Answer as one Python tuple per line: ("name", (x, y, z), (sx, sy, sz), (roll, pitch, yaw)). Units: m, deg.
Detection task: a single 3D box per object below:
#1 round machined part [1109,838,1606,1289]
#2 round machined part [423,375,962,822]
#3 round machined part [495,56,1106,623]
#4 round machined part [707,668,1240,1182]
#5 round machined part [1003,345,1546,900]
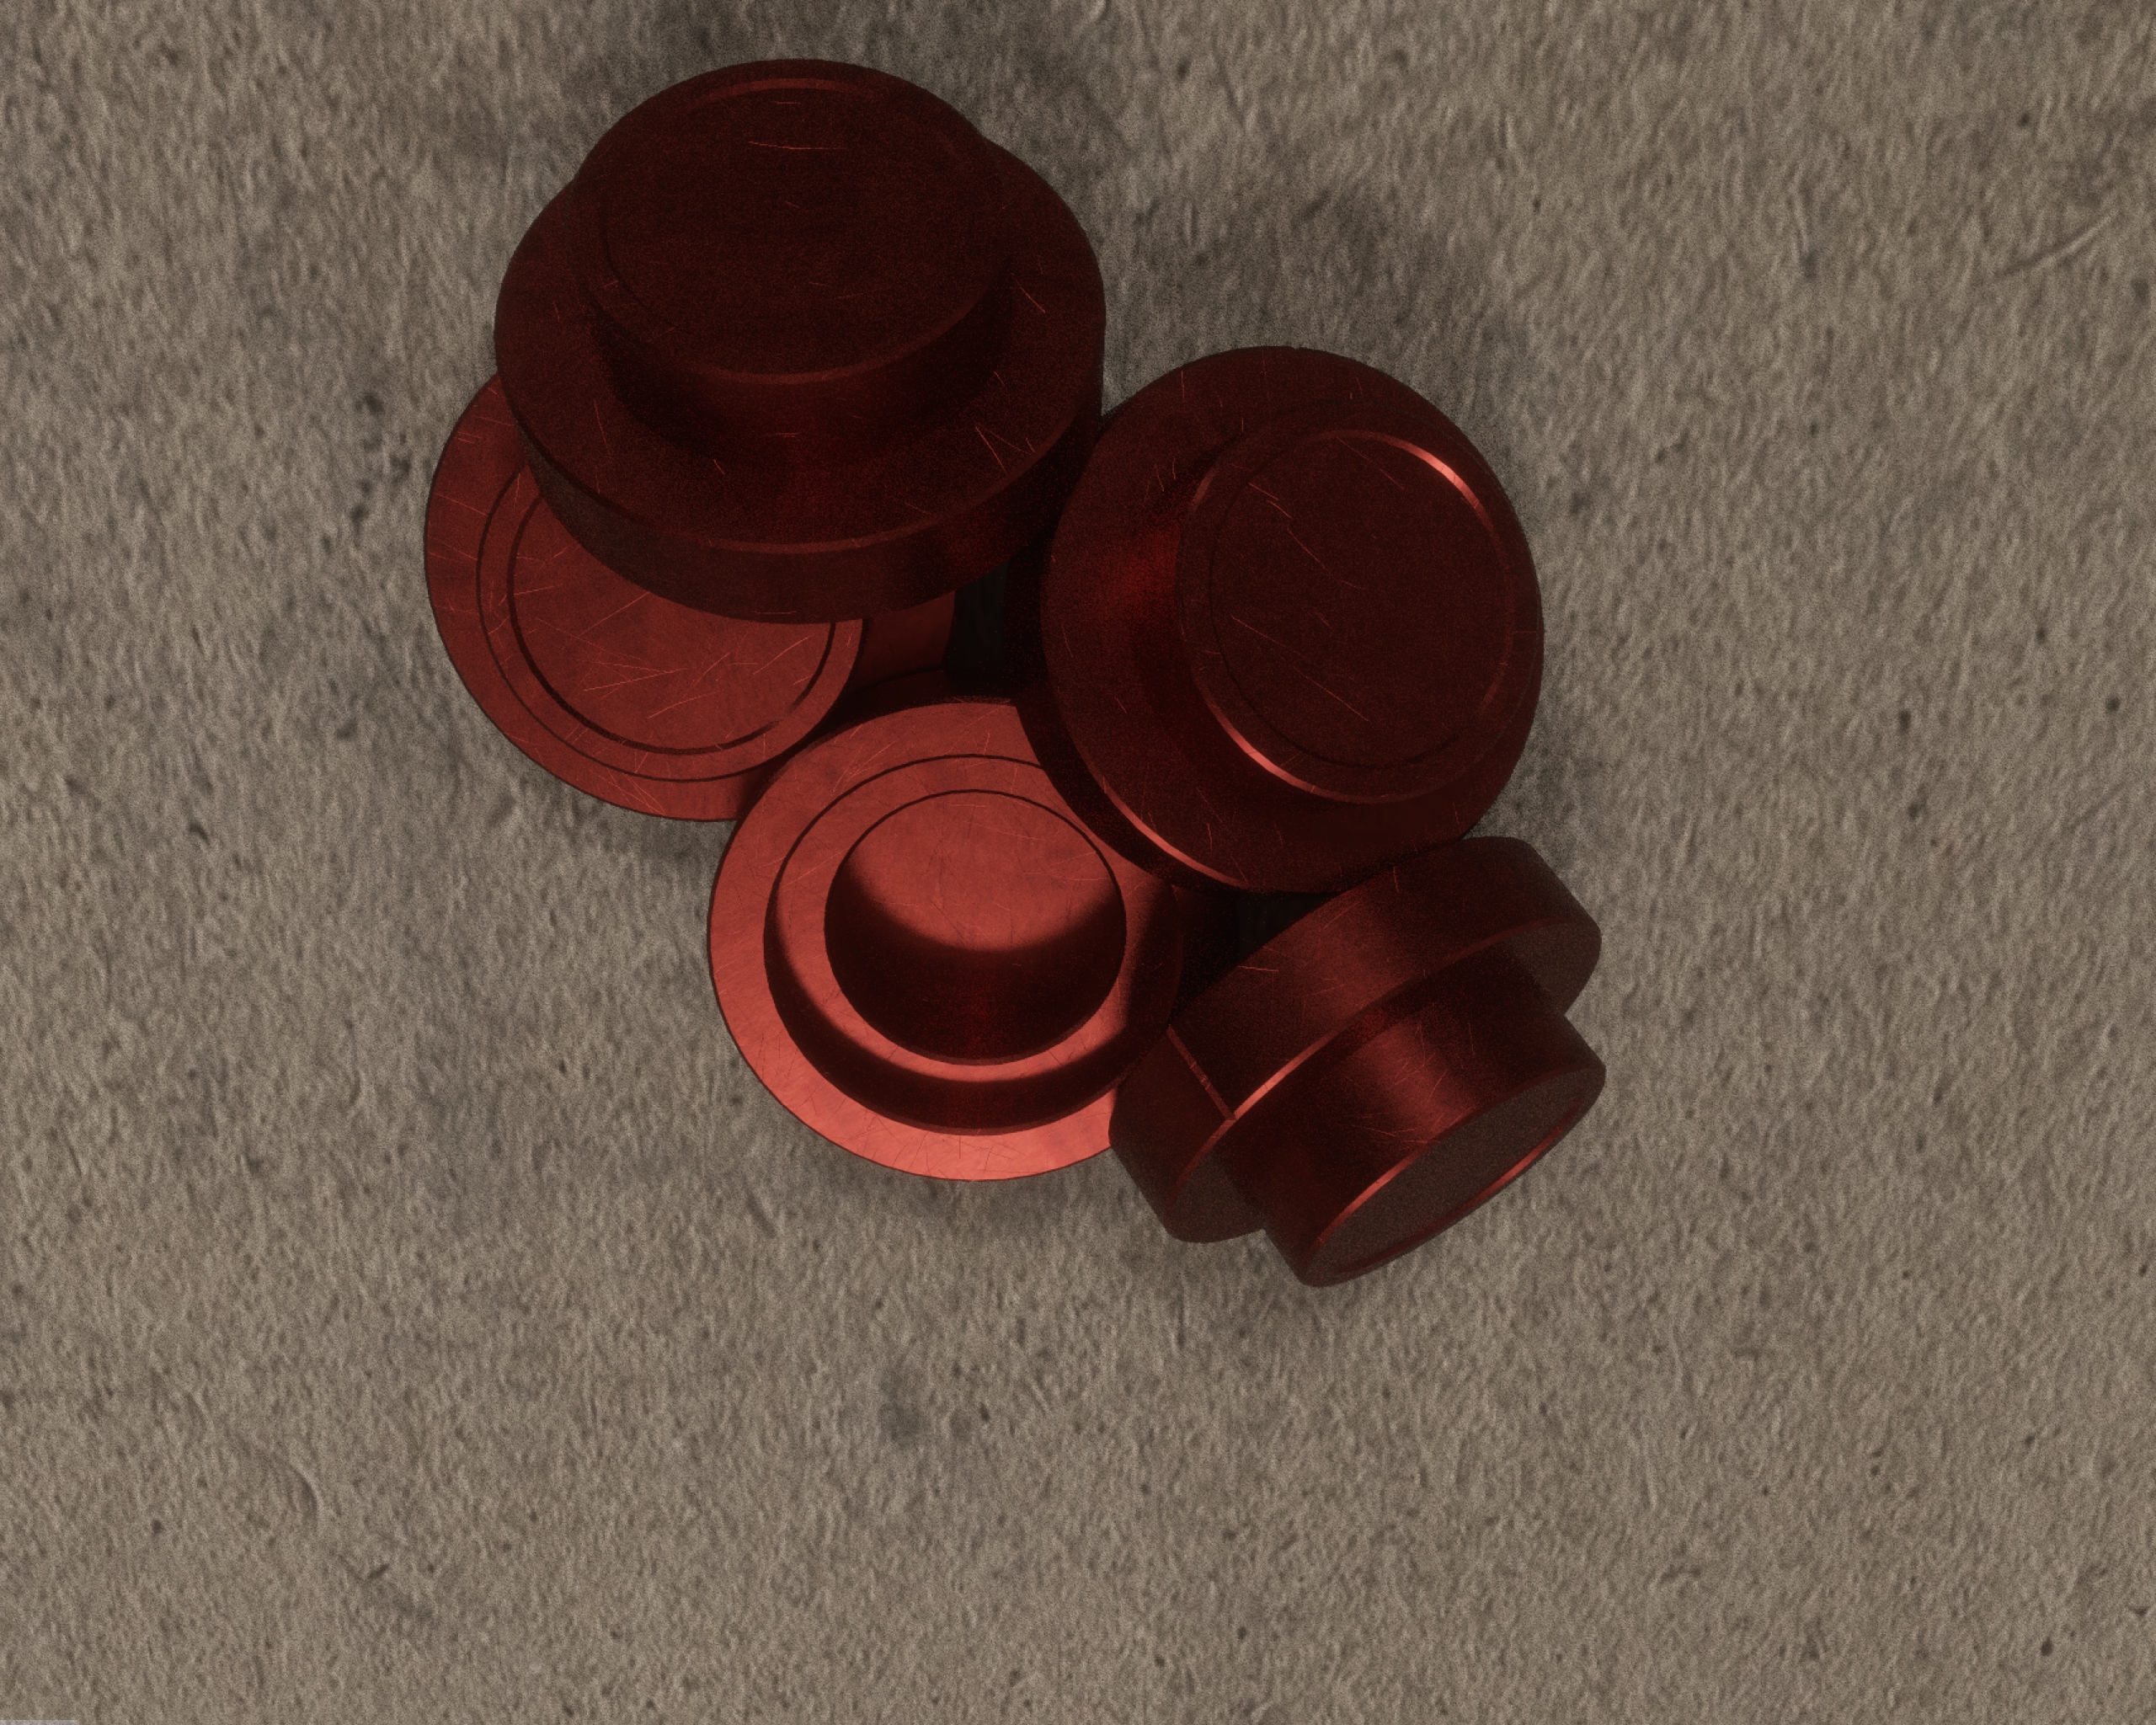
("round machined part", (0.058, 0.043, 0.389), (0.098, 0.098, 0.042), (-41, 65, 13))
("round machined part", (-0.071, -0.053, 0.383), (0.099, 0.042, 0.097), (0, 110, -1))
("round machined part", (-0.045, -0.090, 0.337), (0.099, 0.098, 0.042), (1, 152, -1))
("round machined part", (-0.019, 0.009, 0.405), (0.099, 0.042, 0.097), (0, 110, -1))
("round machined part", (0.040, -0.043, 0.364), (0.099, 0.042, 0.097), (1, 86, -21))
